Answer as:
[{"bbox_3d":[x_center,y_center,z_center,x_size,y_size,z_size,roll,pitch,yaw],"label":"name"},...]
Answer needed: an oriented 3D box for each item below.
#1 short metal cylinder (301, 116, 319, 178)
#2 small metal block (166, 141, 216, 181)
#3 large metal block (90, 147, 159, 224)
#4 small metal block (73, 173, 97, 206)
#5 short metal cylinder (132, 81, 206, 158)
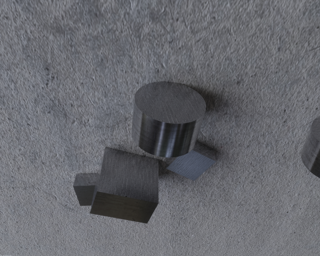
[{"bbox_3d":[0.230,0.026,0.397,0.081,0.080,0.050,-1,130,1],"label":"short metal cylinder"},{"bbox_3d":[0.044,0.044,0.446,0.050,0.025,0.050,26,125,-21],"label":"small metal block"},{"bbox_3d":[-0.048,0.080,0.439,0.081,0.080,0.050,14,129,-12],"label":"large metal block"},{"bbox_3d":[-0.104,0.097,0.488,0.050,0.025,0.050,-3,130,1],"label":"small metal block"},{"bbox_3d":[0.009,-0.012,0.361,0.081,0.080,0.050,5,130,-5],"label":"short metal cylinder"}]
